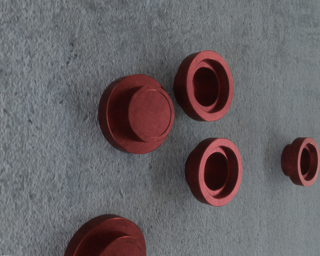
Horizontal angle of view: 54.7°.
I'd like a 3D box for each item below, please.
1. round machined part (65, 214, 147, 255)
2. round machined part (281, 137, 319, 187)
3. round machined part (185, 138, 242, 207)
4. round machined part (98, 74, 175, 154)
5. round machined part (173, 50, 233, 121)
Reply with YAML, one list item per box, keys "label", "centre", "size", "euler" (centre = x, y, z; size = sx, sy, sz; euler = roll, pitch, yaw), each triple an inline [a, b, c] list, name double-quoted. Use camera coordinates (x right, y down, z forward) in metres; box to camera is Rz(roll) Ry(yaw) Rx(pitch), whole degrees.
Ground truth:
- label: "round machined part"
  centre: [-0.054, 0.151, 0.349]
  size: [0.099, 0.042, 0.097]
  euler: [0, 90, -40]
- label: "round machined part"
  centre: [0.283, 0.068, 0.631]
  size: [0.099, 0.042, 0.097]
  euler: [0, 90, -40]
- label: "round machined part"
  centre: [0.075, 0.063, 0.456]
  size: [0.099, 0.042, 0.097]
  euler: [0, 90, -40]
- label: "round machined part"
  centre: [-0.021, -0.017, 0.376]
  size: [0.099, 0.042, 0.097]
  euler: [0, 90, -40]
- label: "round machined part"
  centre: [0.058, -0.058, 0.442]
  size: [0.099, 0.042, 0.097]
  euler: [0, 90, -40]
